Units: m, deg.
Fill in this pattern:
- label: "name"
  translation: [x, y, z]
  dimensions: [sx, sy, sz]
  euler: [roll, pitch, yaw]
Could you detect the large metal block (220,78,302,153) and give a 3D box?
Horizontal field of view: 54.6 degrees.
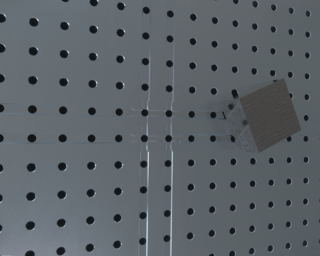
- label: "large metal block"
  translation: [0.146, -0.018, 0.453]
  dimensions: [0.080, 0.050, 0.080]
  euler: [-24, 98, -18]
